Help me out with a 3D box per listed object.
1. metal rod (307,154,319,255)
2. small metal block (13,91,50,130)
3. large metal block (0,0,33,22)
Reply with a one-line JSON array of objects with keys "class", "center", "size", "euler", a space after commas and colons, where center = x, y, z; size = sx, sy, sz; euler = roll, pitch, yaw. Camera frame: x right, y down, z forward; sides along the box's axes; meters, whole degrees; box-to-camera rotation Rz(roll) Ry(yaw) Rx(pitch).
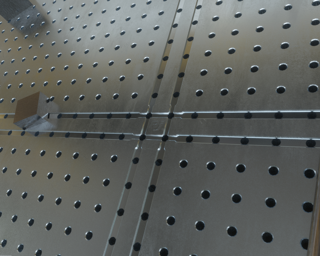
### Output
[{"class": "metal rod", "center": [0.158, 0.061, 0.287], "size": [0.025, 0.025, 0.300], "euler": [6, 64, 30]}, {"class": "small metal block", "center": [-0.224, -0.030, 0.541], "size": [0.050, 0.025, 0.050], "euler": [-19, 55, 17]}, {"class": "large metal block", "center": [-0.378, -0.328, 0.768], "size": [0.080, 0.080, 0.050], "euler": [-30, 52, 9]}]
